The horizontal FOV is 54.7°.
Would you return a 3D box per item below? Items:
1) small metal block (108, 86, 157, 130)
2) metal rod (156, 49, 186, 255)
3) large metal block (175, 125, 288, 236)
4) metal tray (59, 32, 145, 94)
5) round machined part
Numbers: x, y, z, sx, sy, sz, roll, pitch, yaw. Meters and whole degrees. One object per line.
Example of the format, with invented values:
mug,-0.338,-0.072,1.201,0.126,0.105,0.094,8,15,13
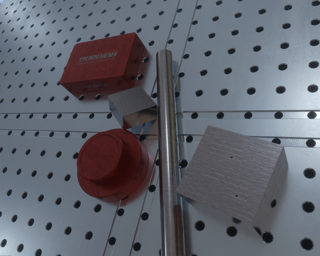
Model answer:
small metal block,-0.038,-0.029,0.431,0.050,0.025,0.050,-20,47,-21
metal rod,0.010,0.016,0.391,0.025,0.025,0.299,-15,56,20
large metal block,0.076,0.052,0.320,0.080,0.050,0.080,17,70,34
metal tray,-0.098,-0.108,0.520,0.130,0.030,0.090,-2,61,26
round machined part,-0.068,0.043,0.405,0.098,0.042,0.098,-13,56,20
